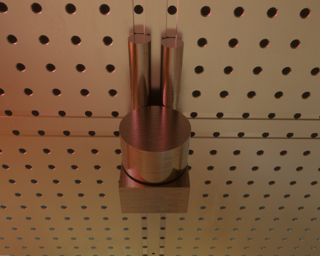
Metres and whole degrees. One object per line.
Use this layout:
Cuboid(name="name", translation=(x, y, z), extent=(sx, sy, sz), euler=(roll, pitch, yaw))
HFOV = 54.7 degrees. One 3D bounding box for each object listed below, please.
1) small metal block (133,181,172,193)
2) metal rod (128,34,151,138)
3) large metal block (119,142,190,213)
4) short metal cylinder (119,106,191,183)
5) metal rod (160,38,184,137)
Cuboid(name="small metal block", translation=(-0.008, 0.077, 0.431), extent=(0.050, 0.050, 0.025), euler=(-32, 141, -34))
Cuboid(name="metal rod", translation=(-0.025, 0.018, 0.428), extent=(0.025, 0.025, 0.298), euler=(0, 130, -1))
Cuboid(name="large metal block", translation=(-0.007, 0.060, 0.394), extent=(0.081, 0.080, 0.050), euler=(0, 130, -1))
Cuboid(name="short metal cylinder", translation=(-0.006, 0.018, 0.363), extent=(0.081, 0.080, 0.050), euler=(1, 130, -1))
Cuboid(name="metal rod", translation=(0.011, 0.021, 0.431), extent=(0.025, 0.025, 0.298), euler=(0, 130, -1))
